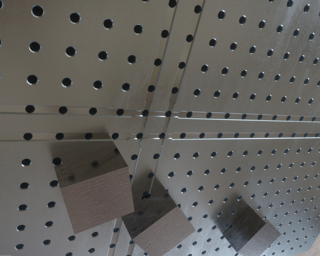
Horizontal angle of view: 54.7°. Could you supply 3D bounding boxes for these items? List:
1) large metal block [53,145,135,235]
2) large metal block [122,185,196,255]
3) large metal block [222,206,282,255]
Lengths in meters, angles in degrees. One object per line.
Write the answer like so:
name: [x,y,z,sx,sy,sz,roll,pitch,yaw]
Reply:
large metal block: [-0.083,0.078,0.399,0.081,0.050,0.079,-17,125,-19]
large metal block: [-0.002,0.150,0.489,0.080,0.050,0.080,-36,130,-5]
large metal block: [0.189,0.218,0.637,0.080,0.050,0.080,-48,130,5]
